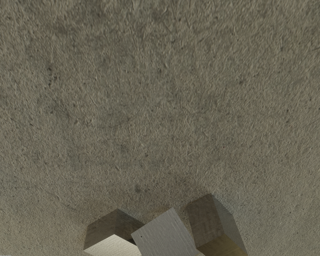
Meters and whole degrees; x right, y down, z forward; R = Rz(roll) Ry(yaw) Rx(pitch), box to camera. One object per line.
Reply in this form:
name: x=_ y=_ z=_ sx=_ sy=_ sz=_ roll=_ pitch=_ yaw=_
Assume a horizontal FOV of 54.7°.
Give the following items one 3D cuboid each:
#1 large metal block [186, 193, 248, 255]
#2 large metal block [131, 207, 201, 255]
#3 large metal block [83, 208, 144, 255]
large metal block: x=0.093 y=0.169 z=0.511 sx=0.050 sy=0.080 sz=0.080 roll=-33 pitch=123 yaw=15
large metal block: x=0.011 y=0.190 z=0.507 sx=0.080 sy=0.080 sz=0.050 roll=-31 pitch=155 yaw=-7
large metal block: x=-0.077 y=0.200 z=0.560 sx=0.080 sy=0.050 sz=0.080 roll=-35 pitch=122 yaw=26
